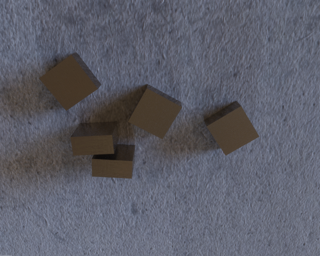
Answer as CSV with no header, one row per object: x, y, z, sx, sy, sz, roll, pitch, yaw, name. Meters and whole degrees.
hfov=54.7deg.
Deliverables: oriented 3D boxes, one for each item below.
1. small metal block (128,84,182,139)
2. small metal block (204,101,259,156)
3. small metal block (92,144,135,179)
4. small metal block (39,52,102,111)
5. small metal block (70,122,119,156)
-0.006,-0.021,0.402,0.050,0.025,0.050,28,108,-10,small metal block
0.095,0.000,0.411,0.050,0.025,0.050,-32,108,10,small metal block
-0.060,0.043,0.411,0.050,0.050,0.025,4,110,-2,small metal block
-0.111,-0.058,0.387,0.050,0.025,0.050,-33,107,11,small metal block
-0.082,0.013,0.400,0.050,0.050,0.025,-3,110,0,small metal block
